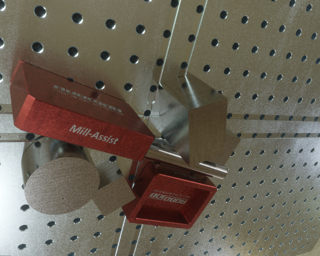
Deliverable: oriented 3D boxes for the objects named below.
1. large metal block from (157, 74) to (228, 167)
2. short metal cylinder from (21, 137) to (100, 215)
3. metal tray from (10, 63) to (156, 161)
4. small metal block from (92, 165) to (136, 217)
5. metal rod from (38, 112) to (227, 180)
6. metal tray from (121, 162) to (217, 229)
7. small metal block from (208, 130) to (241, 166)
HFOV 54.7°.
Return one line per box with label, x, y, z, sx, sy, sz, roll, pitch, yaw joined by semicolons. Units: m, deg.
large metal block;0.039;-0.012;0.391;0.050;0.080;0.079;-17;126;-19
short metal cylinder;-0.117;0.054;0.363;0.081;0.050;0.079;-14;124;-21
metal tray;-0.078;-0.015;0.316;0.131;0.090;0.030;20;108;-36
small metal block;-0.068;0.087;0.429;0.050;0.025;0.050;-29;128;-10
metal rod;-0.013;0.030;0.422;0.302;0.025;0.025;21;107;-36
metal tray;0.017;0.110;0.484;0.131;0.030;0.090;20;108;-36
small metal block;0.088;0.026;0.475;0.050;0.025;0.050;18;109;-35
